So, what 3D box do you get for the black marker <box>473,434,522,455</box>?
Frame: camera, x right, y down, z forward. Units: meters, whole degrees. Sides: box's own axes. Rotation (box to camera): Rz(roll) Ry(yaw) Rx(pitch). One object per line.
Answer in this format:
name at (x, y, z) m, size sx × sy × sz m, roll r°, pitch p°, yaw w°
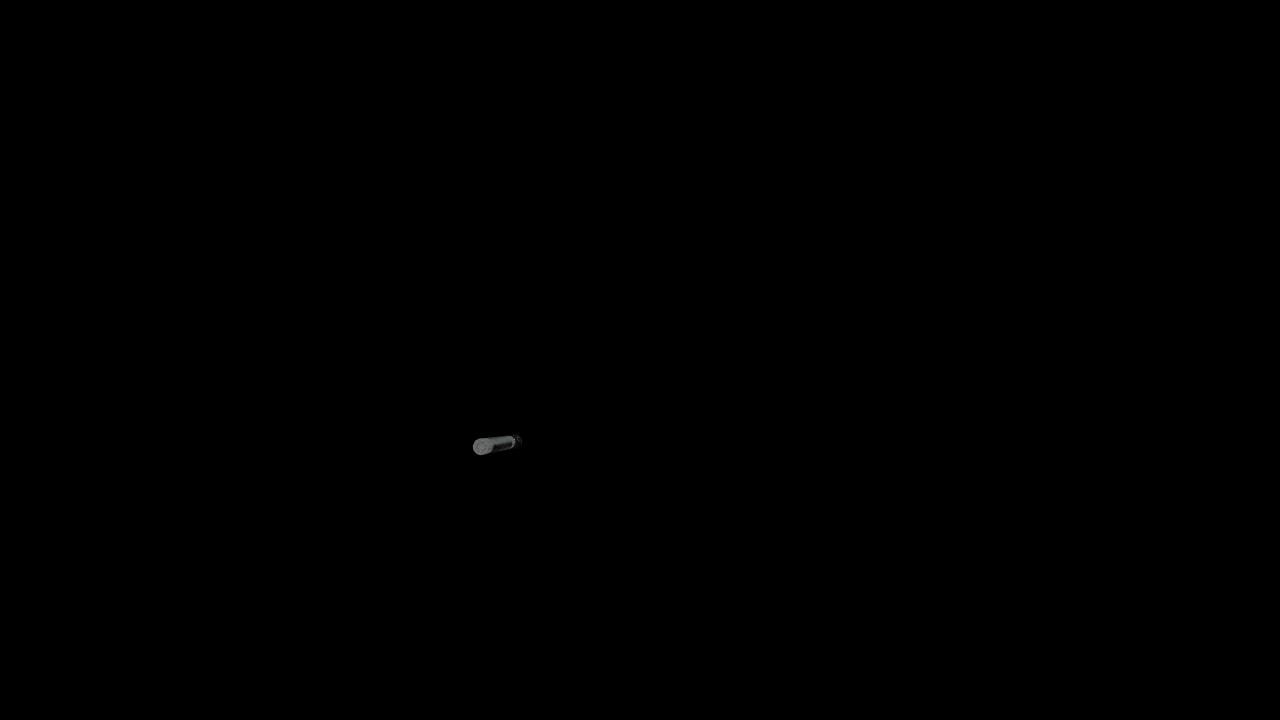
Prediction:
black marker at (-0.171, 0.102, 0.752) m, size 0.020 × 0.020 × 0.121 m, roll 0°, pitch -4°, yaw 8°
